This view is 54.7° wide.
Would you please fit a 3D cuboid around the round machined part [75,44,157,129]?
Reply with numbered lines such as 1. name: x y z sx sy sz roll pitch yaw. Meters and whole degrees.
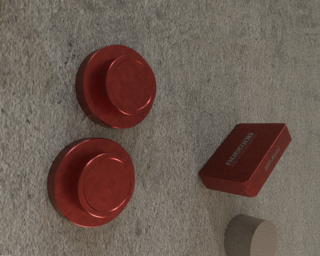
1. round machined part: -0.043 -0.048 0.359 0.099 0.042 0.097 0 90 -40

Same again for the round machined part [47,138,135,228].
1. round machined part: -0.067 0.060 0.339 0.099 0.042 0.097 0 90 -40

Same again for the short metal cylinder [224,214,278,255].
1. short metal cylinder: 0.154 0.190 0.521 0.081 0.050 0.079 0 90 -40

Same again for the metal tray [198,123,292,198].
1. metal tray: 0.131 0.043 0.474 0.131 0.090 0.030 -45 118 -31
